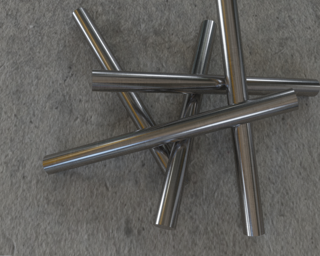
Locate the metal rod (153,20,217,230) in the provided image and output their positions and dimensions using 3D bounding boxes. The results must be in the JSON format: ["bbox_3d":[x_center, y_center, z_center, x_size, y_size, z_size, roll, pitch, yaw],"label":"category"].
[{"bbox_3d":[0.039,-0.023,0.399,0.025,0.025,0.300,13,64,4],"label":"metal rod"}]

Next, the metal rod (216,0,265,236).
[{"bbox_3d":[0.095,-0.024,0.370,0.025,0.025,0.298,-6,88,-3],"label":"metal rod"}]

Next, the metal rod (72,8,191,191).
[{"bbox_3d":[-0.047,-0.050,0.425,0.025,0.025,0.299,-28,73,-10],"label":"metal rod"}]

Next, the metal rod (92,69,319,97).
[{"bbox_3d":[0.068,-0.055,0.392,0.302,0.025,0.025,0,70,-15],"label":"metal rod"}]

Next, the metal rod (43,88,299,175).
[{"bbox_3d":[0.002,0.008,0.362,0.301,0.025,0.025,-15,70,11],"label":"metal rod"}]
